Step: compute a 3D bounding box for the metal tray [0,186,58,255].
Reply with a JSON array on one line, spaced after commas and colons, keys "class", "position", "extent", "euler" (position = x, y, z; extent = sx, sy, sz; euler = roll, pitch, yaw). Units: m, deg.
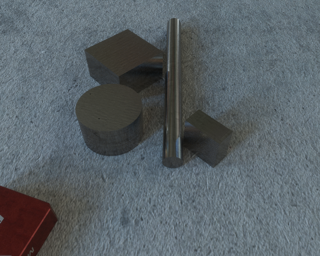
[{"class": "metal tray", "position": [-0.173, 0.122, 0.295], "extent": [0.090, 0.030, 0.130], "euler": [16, 52, 12]}]

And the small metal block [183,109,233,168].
[{"class": "small metal block", "position": [0.056, 0.013, 0.377], "extent": [0.050, 0.050, 0.025], "euler": [37, 59, 26]}]

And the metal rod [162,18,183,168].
[{"class": "metal rod", "position": [0.020, -0.073, 0.465], "extent": [0.025, 0.025, 0.300], "euler": [2, 50, 1]}]

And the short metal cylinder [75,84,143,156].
[{"class": "short metal cylinder", "position": [-0.062, -0.011, 0.396], "extent": [0.081, 0.050, 0.080], "euler": [0, 50, 0]}]

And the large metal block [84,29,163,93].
[{"class": "large metal block", "position": [-0.053, -0.096, 0.467], "extent": [0.080, 0.050, 0.080], "euler": [-35, 59, -26]}]
